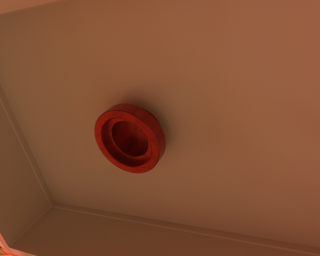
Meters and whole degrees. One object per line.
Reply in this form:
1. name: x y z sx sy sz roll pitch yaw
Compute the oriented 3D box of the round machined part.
1. round machined part: -0.037 0.010 0.424 0.098 0.042 0.097 13 124 21
